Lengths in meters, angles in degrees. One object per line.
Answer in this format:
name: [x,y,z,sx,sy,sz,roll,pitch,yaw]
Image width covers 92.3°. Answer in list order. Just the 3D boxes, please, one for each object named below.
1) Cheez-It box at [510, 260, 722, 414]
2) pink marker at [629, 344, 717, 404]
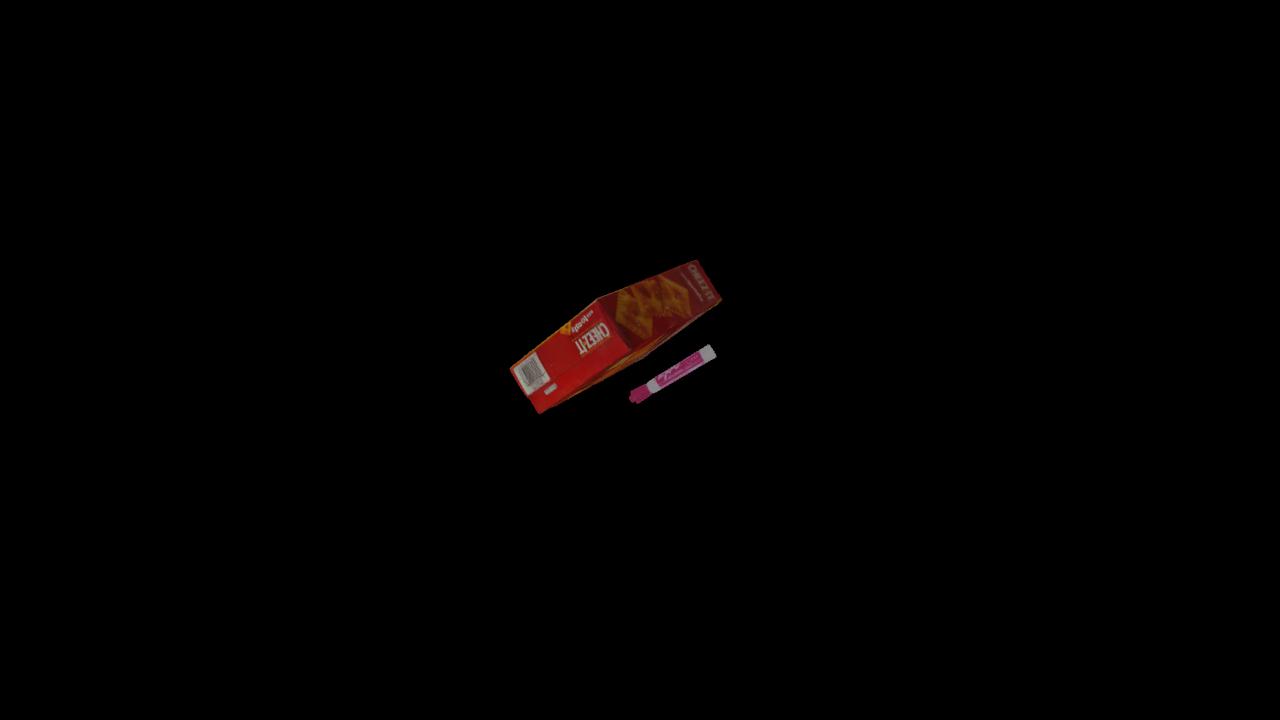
Cheez-It box: [-0.022,-0.031,0.733,0.166,0.071,0.223,-34,-3,37]
pink marker: [0.039,0.019,0.763,0.121,0.020,0.020,-32,-7,11]
